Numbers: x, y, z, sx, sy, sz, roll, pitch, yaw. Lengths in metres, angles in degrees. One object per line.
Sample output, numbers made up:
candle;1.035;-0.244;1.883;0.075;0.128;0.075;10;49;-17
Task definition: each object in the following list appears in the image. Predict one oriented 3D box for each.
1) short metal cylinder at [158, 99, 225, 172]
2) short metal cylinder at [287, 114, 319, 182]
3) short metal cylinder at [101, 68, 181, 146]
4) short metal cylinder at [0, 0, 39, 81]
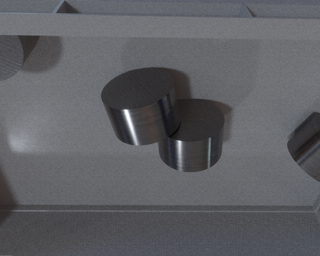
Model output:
short metal cylinder;0.037;0.008;0.380;0.080;0.080;0.050;-3;130;2
short metal cylinder;0.215;0.027;0.400;0.080;0.080;0.050;20;127;-17
short metal cylinder;-0.020;-0.026;0.351;0.080;0.080;0.050;-9;130;7
short metal cylinder;-0.170;-0.094;0.310;0.081;0.050;0.079;0;130;0
